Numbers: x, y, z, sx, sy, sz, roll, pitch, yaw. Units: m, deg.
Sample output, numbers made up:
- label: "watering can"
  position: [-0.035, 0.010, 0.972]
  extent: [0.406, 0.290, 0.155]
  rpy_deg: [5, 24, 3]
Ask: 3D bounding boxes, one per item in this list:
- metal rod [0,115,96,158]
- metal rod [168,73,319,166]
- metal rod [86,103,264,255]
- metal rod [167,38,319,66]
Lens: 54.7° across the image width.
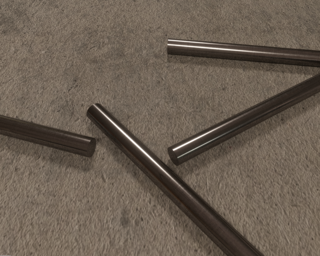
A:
- label: "metal rod"
  position: [-0.229, -0.009, 0.407]
  extent: [0.301, 0.025, 0.025]
  rpy_deg: [13, 51, 10]
- label: "metal rod"
  position: [0.145, -0.025, 0.425]
  extent: [0.302, 0.025, 0.025]
  rpy_deg: [-25, 55, -20]
- label: "metal rod"
  position: [0.011, 0.063, 0.350]
  extent: [0.025, 0.025, 0.300]
  rpy_deg: [-35, 58, -26]
- label: "metal rod"
  position: [0.163, -0.122, 0.507]
  extent: [0.302, 0.025, 0.025]
  rpy_deg: [6, 50, 4]
